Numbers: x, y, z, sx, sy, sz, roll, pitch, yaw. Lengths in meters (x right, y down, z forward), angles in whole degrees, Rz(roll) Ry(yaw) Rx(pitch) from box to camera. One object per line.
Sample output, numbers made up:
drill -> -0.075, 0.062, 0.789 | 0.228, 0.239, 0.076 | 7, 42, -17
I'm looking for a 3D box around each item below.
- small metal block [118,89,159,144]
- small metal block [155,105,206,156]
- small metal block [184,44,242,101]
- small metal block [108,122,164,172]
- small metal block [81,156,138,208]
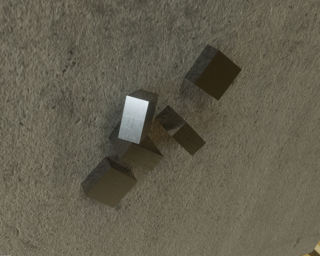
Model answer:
small metal block -> -0.024, -0.015, 0.362 | 0.025, 0.050, 0.050 | 16, 108, 8
small metal block -> 0.027, 0.003, 0.407 | 0.025, 0.050, 0.050 | -44, 129, 3
small metal block -> 0.069, -0.071, 0.401 | 0.050, 0.025, 0.050 | 27, 103, -38
small metal block -> -0.031, 0.023, 0.388 | 0.050, 0.050, 0.025 | 26, 106, -37
small metal block -> -0.068, 0.073, 0.415 | 0.050, 0.025, 0.050 | -48, 129, 5
